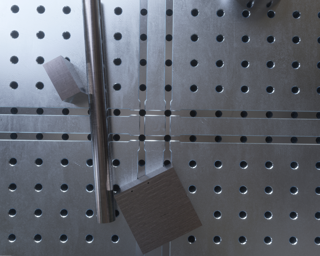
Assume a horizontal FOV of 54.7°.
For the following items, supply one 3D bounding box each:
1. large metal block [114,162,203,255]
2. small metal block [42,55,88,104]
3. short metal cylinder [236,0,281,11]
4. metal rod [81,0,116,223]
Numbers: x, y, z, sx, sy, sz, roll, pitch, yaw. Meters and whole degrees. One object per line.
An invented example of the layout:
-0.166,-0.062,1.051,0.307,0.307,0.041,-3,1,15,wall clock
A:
-0.002,0.101,0.401,0.080,0.050,0.080,-26,90,-1,large metal block
-0.119,-0.060,0.399,0.025,0.050,0.050,-28,90,0,small metal block
0.136,-0.202,0.403,0.081,0.050,0.079,0,90,-1,short metal cylinder
-0.082,-0.026,0.412,0.025,0.025,0.298,-4,90,-1,metal rod
